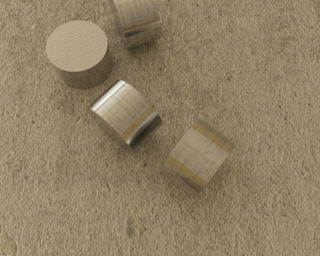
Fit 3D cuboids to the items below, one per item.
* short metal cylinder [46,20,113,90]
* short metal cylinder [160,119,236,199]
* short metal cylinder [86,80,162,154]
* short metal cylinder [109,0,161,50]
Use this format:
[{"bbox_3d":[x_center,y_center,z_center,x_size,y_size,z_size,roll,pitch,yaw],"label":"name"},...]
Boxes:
[{"bbox_3d":[-0.109,-0.101,0.431,0.081,0.050,0.080,0,70,0],"label":"short metal cylinder"},{"bbox_3d":[0.045,0.036,0.366,0.050,0.080,0.080,37,74,12],"label":"short metal cylinder"},{"bbox_3d":[-0.044,-0.013,0.383,0.080,0.080,0.050,41,75,13],"label":"short metal cylinder"},{"bbox_3d":[-0.036,-0.157,0.436,0.050,0.080,0.080,-20,71,-7],"label":"short metal cylinder"}]
